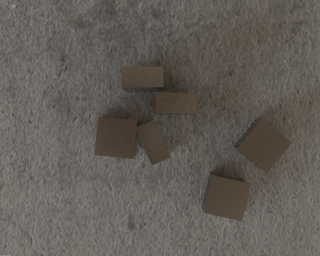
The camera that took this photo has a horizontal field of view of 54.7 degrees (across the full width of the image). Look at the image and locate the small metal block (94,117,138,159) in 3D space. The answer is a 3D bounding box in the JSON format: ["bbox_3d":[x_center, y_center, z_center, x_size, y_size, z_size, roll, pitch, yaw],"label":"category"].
[{"bbox_3d":[-0.057,0.012,0.409,0.050,0.025,0.050,6,90,-1],"label":"small metal block"}]

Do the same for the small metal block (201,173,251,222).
[{"bbox_3d":[0.087,0.091,0.411,0.050,0.025,0.050,13,90,-1],"label":"small metal block"}]

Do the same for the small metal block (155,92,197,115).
[{"bbox_3d":[0.019,-0.030,0.398,0.050,0.050,0.025,1,90,-1],"label":"small metal block"}]

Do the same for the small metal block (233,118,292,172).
[{"bbox_3d":[0.135,0.022,0.412,0.050,0.025,0.050,39,90,-1],"label":"small metal block"}]

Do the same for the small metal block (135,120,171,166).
[{"bbox_3d":[-0.009,0.017,0.397,0.025,0.050,0.050,-24,91,0],"label":"small metal block"}]

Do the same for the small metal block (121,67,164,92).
[{"bbox_3d":[-0.021,-0.061,0.397,0.050,0.050,0.025,-1,90,-1],"label":"small metal block"}]
